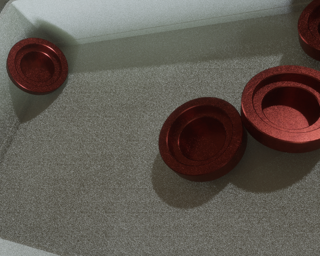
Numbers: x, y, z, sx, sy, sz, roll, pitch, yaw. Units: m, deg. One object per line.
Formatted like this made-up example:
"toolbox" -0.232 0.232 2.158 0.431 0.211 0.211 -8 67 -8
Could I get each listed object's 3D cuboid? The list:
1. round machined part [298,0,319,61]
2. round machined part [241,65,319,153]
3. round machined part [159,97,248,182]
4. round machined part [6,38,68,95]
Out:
"round machined part" 0.211 -0.110 0.351 0.098 0.042 0.098 -13 56 21
"round machined part" 0.135 -0.016 0.324 0.098 0.042 0.098 -5 56 8
"round machined part" 0.052 0.016 0.357 0.098 0.042 0.098 -13 56 21
"round machined part" -0.217 -0.105 0.548 0.042 0.098 0.098 -16 49 57
